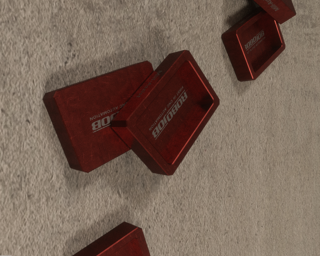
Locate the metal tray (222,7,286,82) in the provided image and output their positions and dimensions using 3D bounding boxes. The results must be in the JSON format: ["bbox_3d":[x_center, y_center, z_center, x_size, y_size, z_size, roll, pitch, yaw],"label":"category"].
[{"bbox_3d":[0.169,-0.151,0.545,0.131,0.030,0.090,-42,116,-32],"label":"metal tray"}]

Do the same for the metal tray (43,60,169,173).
[{"bbox_3d":[-0.054,-0.017,0.358,0.131,0.030,0.089,-28,108,-37],"label":"metal tray"}]

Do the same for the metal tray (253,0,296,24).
[{"bbox_3d":[0.180,-0.247,0.533,0.131,0.030,0.090,18,56,-39],"label":"metal tray"}]

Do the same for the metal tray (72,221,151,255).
[{"bbox_3d":[-0.047,0.190,0.363,0.091,0.030,0.129,-25,106,-37],"label":"metal tray"}]

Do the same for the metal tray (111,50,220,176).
[{"bbox_3d":[0.013,-0.020,0.374,0.090,0.030,0.130,52,59,-28],"label":"metal tray"}]
